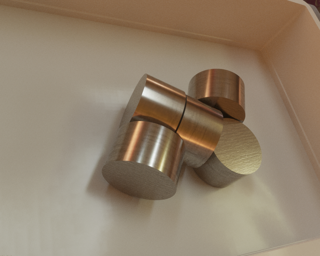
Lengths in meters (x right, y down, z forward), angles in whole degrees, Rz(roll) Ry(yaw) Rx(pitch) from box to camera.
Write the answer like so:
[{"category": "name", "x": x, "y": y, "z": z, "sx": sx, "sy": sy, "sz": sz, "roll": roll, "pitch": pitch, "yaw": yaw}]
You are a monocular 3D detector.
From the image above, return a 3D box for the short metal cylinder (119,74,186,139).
[{"category": "short metal cylinder", "x": -0.011, "y": -0.019, "z": 0.375, "sx": 0.050, "sy": 0.080, "sz": 0.080, "roll": 23, "pitch": 53, "yaw": -15}]

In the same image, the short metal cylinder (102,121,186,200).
[{"category": "short metal cylinder", "x": -0.016, "y": 0.037, "z": 0.338, "sx": 0.080, "sy": 0.080, "sz": 0.050, "roll": 26, "pitch": 53, "yaw": -13}]

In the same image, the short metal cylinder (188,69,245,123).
[{"category": "short metal cylinder", "x": 0.078, "y": -0.037, "z": 0.434, "sx": 0.080, "sy": 0.080, "sz": 0.050, "roll": 21, "pitch": 54, "yaw": -16}]

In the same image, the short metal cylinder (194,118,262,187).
[{"category": "short metal cylinder", "x": 0.088, "y": 0.033, "z": 0.416, "sx": 0.081, "sy": 0.050, "sz": 0.080, "roll": 14, "pitch": 56, "yaw": -21}]

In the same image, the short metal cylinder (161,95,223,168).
[{"category": "short metal cylinder", "x": 0.035, "y": 0.004, "z": 0.387, "sx": 0.050, "sy": 0.080, "sz": 0.080, "roll": 24, "pitch": 53, "yaw": -14}]
